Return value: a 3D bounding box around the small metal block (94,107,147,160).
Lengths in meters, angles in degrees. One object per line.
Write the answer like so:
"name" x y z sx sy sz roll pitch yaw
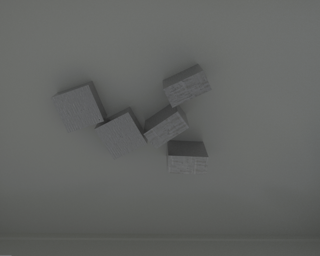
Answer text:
"small metal block" -0.051 0.007 0.413 0.050 0.025 0.050 -26 108 9

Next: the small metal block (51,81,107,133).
"small metal block" -0.103 -0.027 0.400 0.050 0.025 0.050 -18 109 6

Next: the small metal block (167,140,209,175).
"small metal block" 0.035 0.038 0.413 0.050 0.050 0.025 3 110 -2

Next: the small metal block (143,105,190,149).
"small metal block" 0.008 -0.005 0.396 0.050 0.050 0.025 -34 107 11

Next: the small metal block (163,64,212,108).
"small metal block" 0.032 -0.053 0.379 0.050 0.050 0.025 -24 109 8
